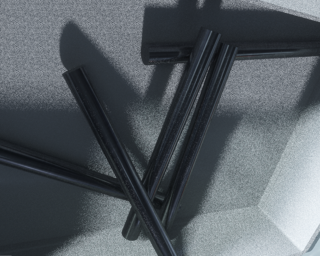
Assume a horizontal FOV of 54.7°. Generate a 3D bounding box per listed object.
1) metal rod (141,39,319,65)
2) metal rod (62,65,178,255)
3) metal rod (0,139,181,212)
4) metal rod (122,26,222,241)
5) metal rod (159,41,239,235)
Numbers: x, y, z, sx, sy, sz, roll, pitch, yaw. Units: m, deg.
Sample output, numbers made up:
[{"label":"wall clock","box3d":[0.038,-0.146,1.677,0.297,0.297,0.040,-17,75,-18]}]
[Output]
[{"label":"metal rod","box3d":[0.120,-0.103,0.409,0.303,0.025,0.025,-8,122,-24]},{"label":"metal rod","box3d":[-0.036,0.066,0.380,0.025,0.025,0.299,-28,113,-11]},{"label":"metal rod","box3d":[-0.081,0.072,0.408,0.301,0.025,0.025,27,103,-38]},{"label":"metal rod","box3d":[0.007,0.023,0.392,0.025,0.025,0.298,7,115,-32]},{"label":"metal rod","box3d":[0.040,0.034,0.417,0.025,0.025,0.298,3,117,-30]}]
